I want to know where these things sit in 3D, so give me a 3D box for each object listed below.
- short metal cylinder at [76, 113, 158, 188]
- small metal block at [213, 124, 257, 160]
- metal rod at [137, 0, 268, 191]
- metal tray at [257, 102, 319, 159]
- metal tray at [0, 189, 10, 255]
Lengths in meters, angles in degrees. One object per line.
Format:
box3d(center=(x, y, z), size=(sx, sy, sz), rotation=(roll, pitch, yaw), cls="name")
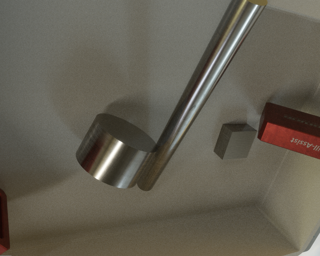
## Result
box3d(center=(-0.050, 0.025, 0.363), size=(0.080, 0.080, 0.050), rotation=(21, 107, -37), cls="short metal cylinder")
box3d(center=(0.119, 0.021, 0.489), size=(0.050, 0.025, 0.050), rotation=(-1, 119, -28), cls="small metal block")
box3d(center=(0.024, -0.009, 0.341), size=(0.025, 0.025, 0.298), rotation=(-6, 145, -26), cls="metal rod")
box3d(center=(0.212, 0.007, 0.447), size=(0.090, 0.130, 0.030), rotation=(-48, 153, -61), cls="metal tray")
box3d(center=(-0.201, 0.064, 0.296), size=(0.030, 0.090, 0.130), rotation=(-33, 129, -7), cls="metal tray")
